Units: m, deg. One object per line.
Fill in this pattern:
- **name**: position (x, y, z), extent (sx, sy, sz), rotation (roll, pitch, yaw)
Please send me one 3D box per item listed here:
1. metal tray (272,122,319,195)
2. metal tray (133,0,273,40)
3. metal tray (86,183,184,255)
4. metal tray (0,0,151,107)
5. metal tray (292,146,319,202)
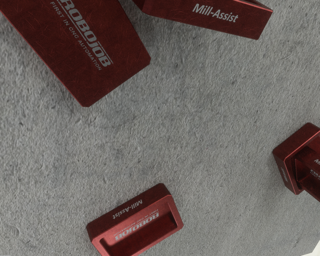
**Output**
- **metal tray**: position (0.272, 0.061, 0.589), extent (0.090, 0.030, 0.130), rotation (-38, 129, -3)
- **metal tray**: position (0.033, -0.128, 0.300), extent (0.131, 0.090, 0.030), rotation (2, 128, -29)
- **metal tray**: position (-0.035, 0.152, 0.478), extent (0.131, 0.030, 0.090), rotation (-28, 128, -11)
- **metal tray**: position (-0.077, -0.094, 0.303), extent (0.090, 0.030, 0.130), rotation (-37, 129, -4)
- **metal tray**: position (0.292, 0.098, 0.542), extent (0.030, 0.130, 0.090), rotation (-31, 129, -8)
